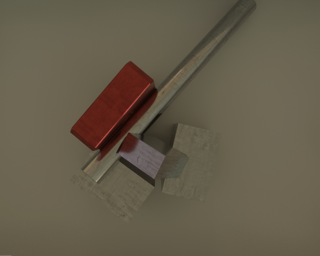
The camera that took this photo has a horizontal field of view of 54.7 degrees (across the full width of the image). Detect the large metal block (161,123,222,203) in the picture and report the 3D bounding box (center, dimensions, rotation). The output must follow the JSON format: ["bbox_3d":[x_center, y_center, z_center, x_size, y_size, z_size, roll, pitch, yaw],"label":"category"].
[{"bbox_3d":[0.035,0.039,0.384,0.050,0.080,0.080,14,90,0],"label":"large metal block"}]

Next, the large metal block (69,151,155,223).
[{"bbox_3d":[-0.053,0.062,0.383,0.080,0.080,0.050,36,90,-1],"label":"large metal block"}]

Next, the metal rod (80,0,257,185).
[{"bbox_3d":[0.022,-0.057,0.365,0.025,0.025,0.301,42,72,0],"label":"metal rod"}]

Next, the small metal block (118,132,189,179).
[{"bbox_3d":[-0.006,0.029,0.323,0.050,0.050,0.025,30,99,31],"label":"small metal block"}]

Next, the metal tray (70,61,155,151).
[{"bbox_3d":[-0.045,-0.022,0.357,0.030,0.130,0.090,40,91,0],"label":"metal tray"}]
